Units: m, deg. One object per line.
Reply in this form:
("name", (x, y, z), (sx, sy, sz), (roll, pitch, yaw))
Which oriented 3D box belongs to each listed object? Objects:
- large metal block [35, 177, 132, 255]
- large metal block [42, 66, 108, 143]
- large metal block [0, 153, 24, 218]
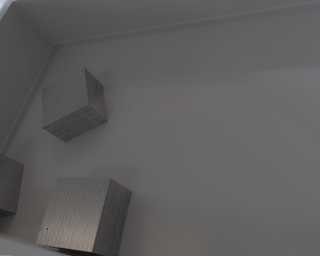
("large metal block", (-0.089, 0.106, 0.371), (0.080, 0.050, 0.080), (-4, 60, 26))
("large metal block", (-0.133, -0.036, 0.482), (0.080, 0.050, 0.080), (-25, 53, 12))
("large metal block", (-0.255, 0.082, 0.454), (0.050, 0.080, 0.080), (-19, 55, 17))
